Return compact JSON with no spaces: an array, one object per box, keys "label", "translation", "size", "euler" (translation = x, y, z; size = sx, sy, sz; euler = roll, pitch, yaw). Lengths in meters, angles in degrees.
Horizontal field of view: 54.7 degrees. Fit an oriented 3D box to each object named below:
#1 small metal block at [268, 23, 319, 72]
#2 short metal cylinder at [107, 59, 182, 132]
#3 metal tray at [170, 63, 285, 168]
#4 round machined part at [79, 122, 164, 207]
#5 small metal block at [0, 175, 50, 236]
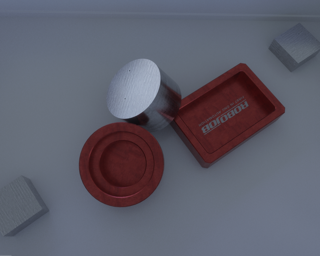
[{"label":"small metal block","translation":[0.199,-0.119,0.455],"size":[0.050,0.025,0.050],"euler":[-33,74,-12]},{"label":"short metal cylinder","translation":[-0.020,-0.040,0.392],"size":[0.080,0.050,0.080],"euler":[-14,63,29]},{"label":"metal tray","translation":[0.086,-0.019,0.414],"size":[0.131,0.030,0.090],"euler":[-33,74,-12]},{"label":"round machined part","translation":[-0.044,0.043,0.376],"size":[0.099,0.042,0.097],"euler":[0,84,3]},{"label":"small metal block","translation":[-0.172,0.094,0.373],"size":[0.050,0.025,0.050],"euler":[-35,74,-12]}]
